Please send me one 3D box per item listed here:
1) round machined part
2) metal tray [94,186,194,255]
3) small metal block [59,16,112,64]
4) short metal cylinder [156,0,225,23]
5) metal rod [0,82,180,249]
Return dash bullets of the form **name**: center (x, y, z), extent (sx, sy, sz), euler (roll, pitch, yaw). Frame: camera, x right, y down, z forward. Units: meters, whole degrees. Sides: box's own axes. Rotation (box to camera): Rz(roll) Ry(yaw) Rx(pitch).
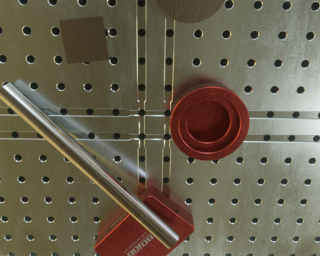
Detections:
- **round machined part**: center (0.061, -0.010, 0.402), extent (0.099, 0.042, 0.097), euler (0, 110, -1)
- **metal tray**: center (-0.024, 0.160, 0.469), extent (0.090, 0.030, 0.130), euler (40, 105, -14)
- **small metal block**: center (-0.088, -0.106, 0.373), extent (0.050, 0.025, 0.050), euler (-5, 110, 1)
- **short metal cylinder**: center (0.032, -0.158, 0.342), extent (0.081, 0.050, 0.079), euler (0, 110, -1)
- **metal rod**: center (-0.089, 0.054, 0.411), extent (0.300, 0.025, 0.025), euler (44, 104, -7)
